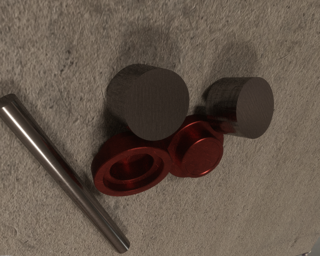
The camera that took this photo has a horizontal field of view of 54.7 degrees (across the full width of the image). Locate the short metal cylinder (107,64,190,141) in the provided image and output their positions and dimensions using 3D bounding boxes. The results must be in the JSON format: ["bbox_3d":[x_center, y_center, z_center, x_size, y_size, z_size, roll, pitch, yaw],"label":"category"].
[{"bbox_3d":[-0.014,-0.031,0.355,0.081,0.050,0.079,-10,111,-28],"label":"short metal cylinder"}]

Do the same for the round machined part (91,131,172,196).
[{"bbox_3d":[-0.038,0.041,0.391,0.099,0.042,0.097,-14,140,-12],"label":"round machined part"}]

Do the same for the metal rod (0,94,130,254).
[{"bbox_3d":[-0.107,0.081,0.399,0.025,0.025,0.299,-31,129,-9],"label":"metal rod"}]

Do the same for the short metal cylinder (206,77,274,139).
[{"bbox_3d":[0.108,-0.028,0.416,0.081,0.050,0.079,-7,101,-38],"label":"short metal cylinder"}]

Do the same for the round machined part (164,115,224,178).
[{"bbox_3d":[0.052,0.033,0.446,0.099,0.042,0.097,-14,125,-21],"label":"round machined part"}]
